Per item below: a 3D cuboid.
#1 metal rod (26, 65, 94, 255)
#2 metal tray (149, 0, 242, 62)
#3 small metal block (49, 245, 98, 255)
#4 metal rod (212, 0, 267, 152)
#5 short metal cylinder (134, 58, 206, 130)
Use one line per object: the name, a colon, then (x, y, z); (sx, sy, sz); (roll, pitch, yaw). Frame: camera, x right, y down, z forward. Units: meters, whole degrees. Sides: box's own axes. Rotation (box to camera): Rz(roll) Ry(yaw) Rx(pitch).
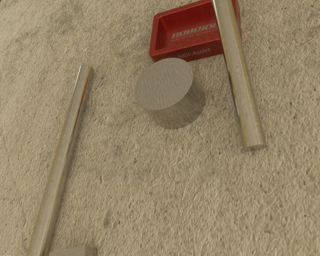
metal rod: (-0.139, 0.031, 0.455); (0.025, 0.025, 0.299); (-8, 58, 24)
metal tray: (0.052, -0.145, 0.461); (0.130, 0.030, 0.090); (-8, 58, 23)
small metal block: (-0.100, 0.166, 0.353); (0.050, 0.025, 0.050); (-18, 55, 17)
metal rod: (0.088, -0.116, 0.391); (0.025, 0.025, 0.299); (-14, 67, 20)
short metal cylinder: (0.014, -0.045, 0.407); (0.080, 0.050, 0.080); (-13, 56, 20)
